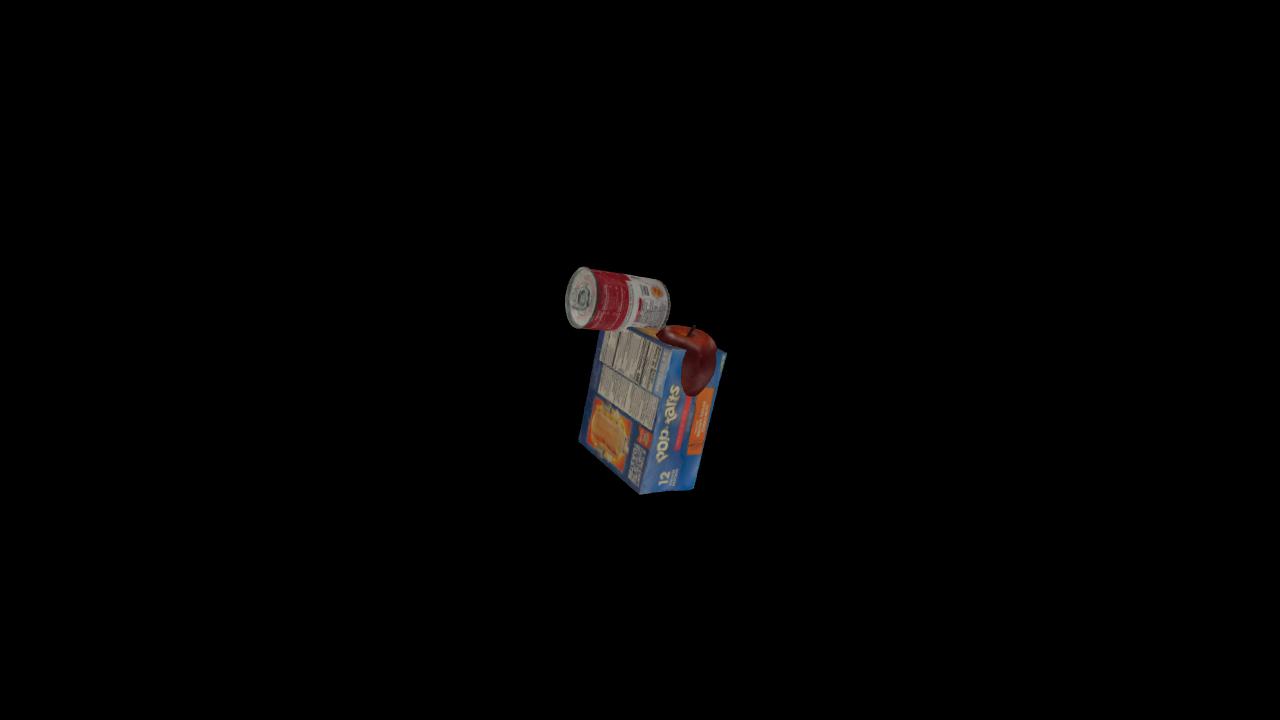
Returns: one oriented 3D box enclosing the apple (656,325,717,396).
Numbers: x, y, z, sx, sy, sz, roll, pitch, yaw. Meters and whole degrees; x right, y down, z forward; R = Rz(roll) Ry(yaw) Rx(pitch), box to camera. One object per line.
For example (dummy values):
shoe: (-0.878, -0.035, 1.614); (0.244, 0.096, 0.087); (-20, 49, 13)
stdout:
apple: (0.044, 0.005, 0.668); (0.079, 0.093, 0.079); (15, 22, -6)

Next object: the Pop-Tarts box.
Pop-Tarts box: (0.009, 0.046, 0.712); (0.083, 0.167, 0.141); (1, 18, -36)

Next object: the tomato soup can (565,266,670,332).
tomato soup can: (-0.024, -0.064, 0.692); (0.101, 0.068, 0.068); (4, -2, -35)
